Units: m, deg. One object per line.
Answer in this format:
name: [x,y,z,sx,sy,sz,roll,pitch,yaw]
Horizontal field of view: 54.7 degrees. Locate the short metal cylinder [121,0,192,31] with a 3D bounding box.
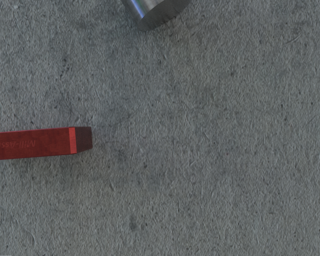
short metal cylinder: [-0.006,-0.164,0.382,0.080,0.080,0.050,-30,90,0]

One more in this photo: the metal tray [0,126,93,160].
metal tray: [-0.157,0.018,0.376,0.131,0.090,0.030,-4,90,0]
